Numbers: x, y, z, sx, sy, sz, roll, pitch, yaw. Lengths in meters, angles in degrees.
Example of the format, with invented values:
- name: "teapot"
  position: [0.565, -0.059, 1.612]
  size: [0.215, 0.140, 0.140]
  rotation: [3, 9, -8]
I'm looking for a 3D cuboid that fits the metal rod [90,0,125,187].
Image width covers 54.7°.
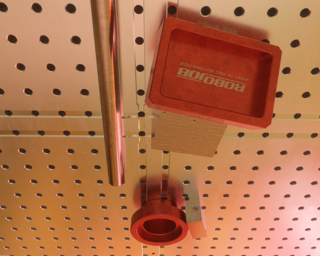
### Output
- name: "metal rod"
  position: [-0.061, -0.033, 0.382]
  size: [0.025, 0.025, 0.298]
  rotation: [1, 130, -2]

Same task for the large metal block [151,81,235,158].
- name: "large metal block"
  position: [0.036, -0.014, 0.384]
  size: [0.081, 0.050, 0.079]
  rotation: [9, 130, -8]

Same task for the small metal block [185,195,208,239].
- name: "small metal block"
  position: [0.061, 0.151, 0.525]
  size: [0.025, 0.050, 0.050]
  rotation: [-12, 129, 10]

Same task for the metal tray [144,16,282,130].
- name: "metal tray"
  position: [0.057, -0.054, 0.327]
  size: [0.131, 0.090, 0.030]
  rotation: [12, 174, -11]

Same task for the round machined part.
- name: "round machined part"
  position: [-0.001, 0.160, 0.537]
  size: [0.099, 0.042, 0.097]
  rotation: [-1, 130, 0]
